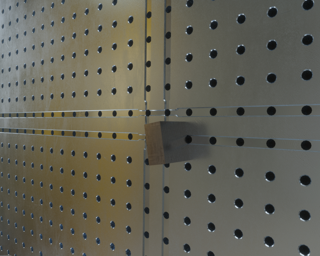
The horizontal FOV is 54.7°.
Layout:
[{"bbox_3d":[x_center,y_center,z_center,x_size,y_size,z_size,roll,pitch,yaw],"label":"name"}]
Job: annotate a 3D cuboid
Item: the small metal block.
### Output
[{"bbox_3d":[0.010,0.018,0.383,0.025,0.050,0.050,-12,83,39],"label":"small metal block"}]
